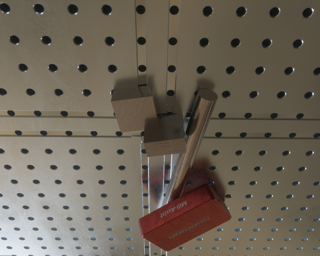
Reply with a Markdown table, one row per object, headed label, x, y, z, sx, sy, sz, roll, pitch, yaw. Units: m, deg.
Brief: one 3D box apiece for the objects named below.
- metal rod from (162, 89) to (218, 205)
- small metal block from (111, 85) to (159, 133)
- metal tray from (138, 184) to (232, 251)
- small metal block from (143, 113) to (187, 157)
| label | x | y | z | sx | sy | sz | roll | pitch | yaw |
| --- | --- | --- | --- | --- | --- | --- | --- | --- | --- |
| metal rod | 0.031 | 0.071 | 0.472 | 0.025 | 0.025 | 0.298 | 8 | 130 | -7 |
| small metal block | -0.030 | -0.024 | 0.391 | 0.050 | 0.025 | 0.050 | -7 | 130 | 6 |
| metal tray | 0.042 | 0.151 | 0.511 | 0.130 | 0.030 | 0.090 | -31 | 135 | 9 |
| small metal block | 0.007 | 0.009 | 0.402 | 0.050 | 0.050 | 0.025 | -7 | 130 | 6 |
